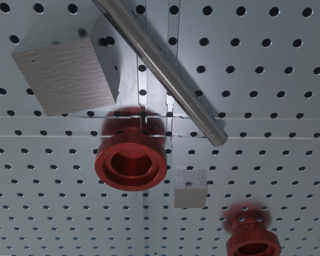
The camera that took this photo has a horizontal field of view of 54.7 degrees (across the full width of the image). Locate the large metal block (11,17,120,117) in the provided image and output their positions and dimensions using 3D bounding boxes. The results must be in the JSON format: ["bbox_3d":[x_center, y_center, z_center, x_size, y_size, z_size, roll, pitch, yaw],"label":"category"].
[{"bbox_3d":[-0.097,-0.065,0.339,0.080,0.050,0.080,-10,130,8],"label":"large metal block"}]

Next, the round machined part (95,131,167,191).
[{"bbox_3d":[-0.039,0.043,0.436,0.099,0.042,0.097,0,130,0],"label":"round machined part"}]

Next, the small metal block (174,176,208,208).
[{"bbox_3d":[0.048,0.104,0.501,0.050,0.025,0.050,1,130,-1],"label":"small metal block"}]

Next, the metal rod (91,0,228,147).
[{"bbox_3d":[-0.005,-0.077,0.346,0.025,0.025,0.300,-29,125,22],"label":"metal rod"}]

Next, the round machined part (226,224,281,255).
[{"bbox_3d":[0.174,0.218,0.588,0.099,0.042,0.097,0,130,0],"label":"round machined part"}]
